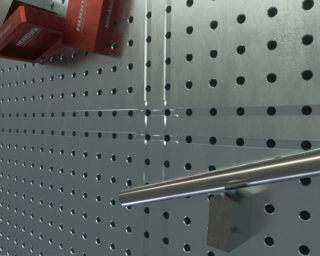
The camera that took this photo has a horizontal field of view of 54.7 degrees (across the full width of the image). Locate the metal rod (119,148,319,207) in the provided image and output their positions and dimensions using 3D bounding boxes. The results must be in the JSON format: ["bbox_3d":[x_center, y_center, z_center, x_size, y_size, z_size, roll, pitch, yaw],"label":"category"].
[{"bbox_3d":[0.062,0.062,0.356,0.299,0.025,0.025,-19,78,38],"label":"metal rod"}]

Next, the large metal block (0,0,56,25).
[{"bbox_3d":[-0.258,-0.211,0.582,0.080,0.081,0.050,-48,62,29],"label":"large metal block"}]

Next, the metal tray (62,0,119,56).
[{"bbox_3d":[-0.109,-0.189,0.494,0.090,0.030,0.129,22,104,37],"label":"metal tray"}]

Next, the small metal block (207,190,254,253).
[{"bbox_3d":[0.075,0.097,0.330,0.025,0.050,0.050,6,94,39],"label":"small metal block"}]

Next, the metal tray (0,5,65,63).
[{"bbox_3d":[-0.234,-0.162,0.556,0.130,0.091,0.030,-21,77,38],"label":"metal tray"}]
